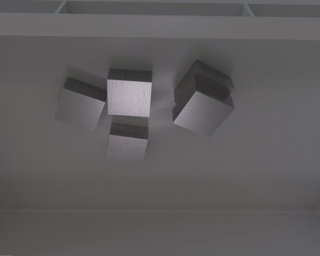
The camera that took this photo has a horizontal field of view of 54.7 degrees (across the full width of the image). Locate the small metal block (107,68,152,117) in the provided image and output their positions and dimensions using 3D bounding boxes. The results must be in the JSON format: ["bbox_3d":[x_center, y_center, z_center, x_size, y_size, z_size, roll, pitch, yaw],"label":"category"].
[{"bbox_3d":[-0.036,-0.042,0.373,0.050,0.025,0.050,3,130,-3],"label":"small metal block"}]

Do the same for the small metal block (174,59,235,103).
[{"bbox_3d":[0.052,-0.046,0.370,0.050,0.025,0.050,23,126,-19],"label":"small metal block"}]

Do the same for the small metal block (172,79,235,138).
[{"bbox_3d":[0.049,-0.022,0.358,0.050,0.025,0.050,22,127,-18],"label":"small metal block"}]

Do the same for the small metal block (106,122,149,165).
[{"bbox_3d":[-0.045,0.022,0.428,0.050,0.025,0.050,8,130,-7],"label":"small metal block"}]

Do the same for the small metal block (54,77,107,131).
[{"bbox_3d":[-0.098,-0.029,0.384,0.050,0.025,0.050,18,128,-15],"label":"small metal block"}]
